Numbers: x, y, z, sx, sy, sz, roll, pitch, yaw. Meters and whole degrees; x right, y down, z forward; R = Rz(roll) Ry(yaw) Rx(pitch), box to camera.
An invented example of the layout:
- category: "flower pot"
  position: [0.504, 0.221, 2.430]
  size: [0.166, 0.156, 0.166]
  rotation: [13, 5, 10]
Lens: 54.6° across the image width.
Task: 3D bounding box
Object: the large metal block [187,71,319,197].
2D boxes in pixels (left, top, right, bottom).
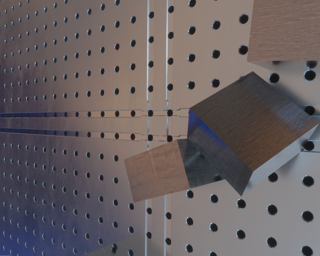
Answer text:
- category: "large metal block"
  position: [0.084, 0.003, 0.296]
  size: [0.080, 0.080, 0.050]
  rotation: [48, 158, 29]

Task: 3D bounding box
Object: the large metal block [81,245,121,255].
- category: "large metal block"
  position: [-0.085, 0.225, 0.445]
  size: [0.080, 0.081, 0.050]
  rotation: [31, 110, 35]

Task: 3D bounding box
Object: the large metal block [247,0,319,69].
- category: "large metal block"
  position: [0.133, -0.098, 0.284]
  size: [0.080, 0.050, 0.080]
  rotation: [9, 96, 39]

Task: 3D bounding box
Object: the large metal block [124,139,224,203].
- category: "large metal block"
  position: [0.020, 0.047, 0.358]
  size: [0.080, 0.081, 0.050]
  rotation: [-24, 75, 38]
